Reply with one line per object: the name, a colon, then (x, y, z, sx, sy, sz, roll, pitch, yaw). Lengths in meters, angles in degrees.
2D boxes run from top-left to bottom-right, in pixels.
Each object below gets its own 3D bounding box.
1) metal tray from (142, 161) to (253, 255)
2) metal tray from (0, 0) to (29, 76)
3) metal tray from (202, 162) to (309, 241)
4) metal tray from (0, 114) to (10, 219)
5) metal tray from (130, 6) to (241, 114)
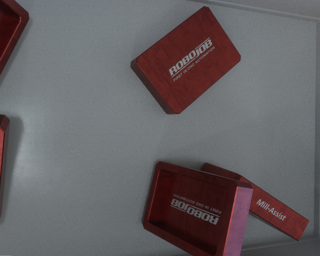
metal tray: (0.038, 0.095, 0.368, 0.030, 0.130, 0.090, 17, 84, -41)
metal tray: (-0.195, -0.084, 0.304, 0.030, 0.090, 0.130, 20, 82, 20)
metal tray: (0.122, 0.097, 0.419, 0.130, 0.090, 0.030, 33, 83, -17)
metal tray: (-0.205, 0.046, 0.305, 0.091, 0.030, 0.129, 8, 112, -20)
metal tray: (0.037, -0.091, 0.421, 0.130, 0.030, 0.090, -41, 103, -15)
